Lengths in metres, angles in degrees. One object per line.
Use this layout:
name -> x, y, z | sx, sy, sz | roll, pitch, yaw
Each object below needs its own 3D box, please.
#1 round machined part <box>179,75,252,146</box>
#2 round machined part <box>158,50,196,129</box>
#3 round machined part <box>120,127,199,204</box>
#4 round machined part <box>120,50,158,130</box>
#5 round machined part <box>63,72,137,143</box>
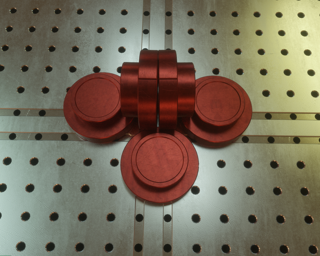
round machined part -> 0.074, -0.028, 0.413 | 0.099, 0.042, 0.098 | 0, 70, -1
round machined part -> 0.020, -0.047, 0.385 | 0.042, 0.098, 0.098 | -1, 70, -1
round machined part -> 0.000, 0.044, 0.386 | 0.099, 0.042, 0.098 | 0, 70, -1
round machined part -> -0.024, -0.047, 0.383 | 0.042, 0.098, 0.098 | 1, 70, 0
round machined part -> -0.080, -0.032, 0.413 | 0.099, 0.042, 0.098 | 0, 70, -1
